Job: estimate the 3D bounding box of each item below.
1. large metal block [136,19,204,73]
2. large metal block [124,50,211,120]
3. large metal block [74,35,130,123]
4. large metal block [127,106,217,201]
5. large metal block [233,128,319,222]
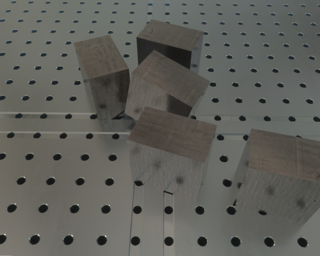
[{"bbox_3d":[0.014,-0.105,0.460,0.080,0.080,0.050,18,53,14],"label":"large metal block"},{"bbox_3d":[0.006,-0.038,0.394,0.080,0.080,0.050,31,56,8],"label":"large metal block"},{"bbox_3d":[-0.077,-0.068,0.428,0.050,0.080,0.080,-18,52,-15],"label":"large metal block"},{"bbox_3d":[0.013,0.030,0.347,0.080,0.080,0.050,16,52,12],"label":"large metal block"},{"bbox_3d":[0.128,0.052,0.330,0.080,0.080,0.050,11,51,9],"label":"large metal block"}]
